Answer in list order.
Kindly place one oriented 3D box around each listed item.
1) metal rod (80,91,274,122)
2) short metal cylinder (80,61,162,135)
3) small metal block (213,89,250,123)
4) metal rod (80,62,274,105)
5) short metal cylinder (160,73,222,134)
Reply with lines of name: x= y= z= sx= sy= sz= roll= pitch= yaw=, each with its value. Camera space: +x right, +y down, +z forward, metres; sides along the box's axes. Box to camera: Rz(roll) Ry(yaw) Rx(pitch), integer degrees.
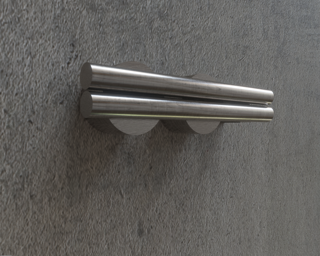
metal rod: x=0.048 y=-0.021 z=0.380 sx=0.302 sy=0.025 sz=0.025 roll=0 pitch=90 yaw=-40
short metal cylinder: x=-0.042 y=-0.032 z=0.353 sx=0.081 sy=0.050 sz=0.080 roll=0 pitch=90 yaw=-40
small metal block: x=0.111 y=-0.033 z=0.484 sx=0.025 sy=0.050 sz=0.050 roll=-2 pitch=91 yaw=-40
metal rod: x=0.048 y=-0.047 z=0.380 sx=0.302 sy=0.025 sz=0.025 roll=0 pitch=90 yaw=-40
short metal cylinder: x=0.042 y=-0.032 z=0.425 sx=0.081 sy=0.050 sz=0.080 roll=0 pitch=90 yaw=-40
